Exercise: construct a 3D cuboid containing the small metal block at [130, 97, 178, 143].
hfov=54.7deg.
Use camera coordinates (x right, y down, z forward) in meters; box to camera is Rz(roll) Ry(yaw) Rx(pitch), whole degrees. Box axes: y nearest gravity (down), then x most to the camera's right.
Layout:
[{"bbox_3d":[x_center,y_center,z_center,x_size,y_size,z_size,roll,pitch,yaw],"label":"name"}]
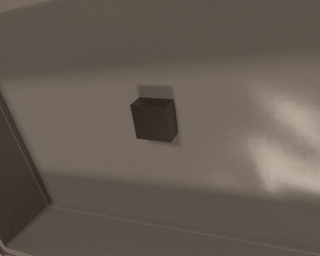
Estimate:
[{"bbox_3d":[-0.007,-0.011,0.404,0.050,0.025,0.050,6,121,25],"label":"small metal block"}]
